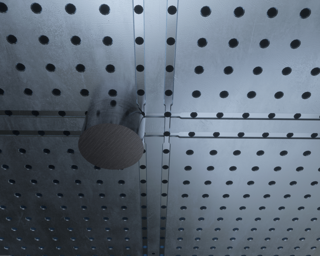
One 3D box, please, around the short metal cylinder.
[{"bbox_3d":[-0.060,0.009,0.402,0.081,0.050,0.079,-1,130,0],"label":"short metal cylinder"}]
